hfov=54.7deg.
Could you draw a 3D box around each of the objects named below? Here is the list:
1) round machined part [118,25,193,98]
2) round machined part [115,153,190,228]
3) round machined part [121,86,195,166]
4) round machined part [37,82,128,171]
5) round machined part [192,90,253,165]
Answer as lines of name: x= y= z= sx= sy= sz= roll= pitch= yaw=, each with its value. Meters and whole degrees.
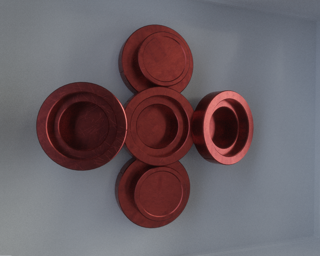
round machined part: x=-0.001 y=-0.085 z=0.399 sx=0.099 sy=0.042 sz=0.097 roll=0 pitch=90 yaw=-20
round machined part: x=-0.005 y=0.080 z=0.398 sx=0.099 sy=0.042 sz=0.097 roll=0 pitch=90 yaw=-20
round machined part: x=-0.006 y=-0.002 z=0.397 sx=0.099 sy=0.042 sz=0.097 roll=0 pitch=90 yaw=-20
round machined part: x=-0.086 y=-0.002 z=0.359 sx=0.099 sy=0.042 sz=0.097 roll=0 pitch=90 yaw=-3
round machined part: x=0.079 y=0.000 z=0.420 sx=0.099 sy=0.042 sz=0.097 roll=0 pitch=91 yaw=-37
